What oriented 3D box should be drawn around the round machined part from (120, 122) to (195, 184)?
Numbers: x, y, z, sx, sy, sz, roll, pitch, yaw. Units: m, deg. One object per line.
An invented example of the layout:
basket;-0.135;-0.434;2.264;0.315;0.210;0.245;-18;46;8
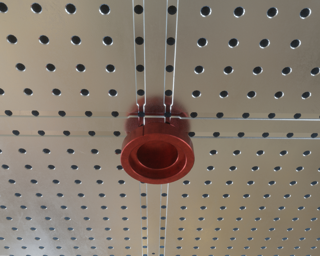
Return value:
round machined part;-0.003;0.030;0.426;0.099;0.042;0.097;-1;130;0
